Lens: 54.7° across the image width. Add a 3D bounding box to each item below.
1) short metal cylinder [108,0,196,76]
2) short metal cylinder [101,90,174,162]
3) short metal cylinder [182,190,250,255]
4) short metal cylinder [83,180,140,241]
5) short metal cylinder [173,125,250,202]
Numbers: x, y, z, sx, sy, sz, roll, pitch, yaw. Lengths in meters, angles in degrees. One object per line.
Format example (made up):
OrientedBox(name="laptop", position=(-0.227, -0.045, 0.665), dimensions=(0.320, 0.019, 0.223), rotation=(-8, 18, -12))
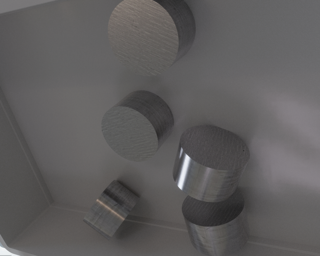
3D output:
OrientedBox(name="short metal cylinder", position=(-0.008, -0.102, 0.333), dimensions=(0.080, 0.050, 0.079), rotation=(13, 124, 21))
OrientedBox(name="short metal cylinder", position=(-0.028, -0.003, 0.406), dimensions=(0.080, 0.050, 0.079), rotation=(13, 124, 21))
OrientedBox(name="short metal cylinder", position=(0.074, 0.119, 0.408), dimensions=(0.080, 0.080, 0.050), rotation=(-1, 118, 29))
OrientedBox(name="short metal cylinder", position=(-0.076, 0.130, 0.494), dimensions=(0.050, 0.080, 0.079), rotation=(36, 129, 4))
OrientedBox(name="short metal cylinder", position=(0.059, 0.040, 0.367), dimensions=(0.080, 0.080, 0.050), rotation=(22, 127, 15))
